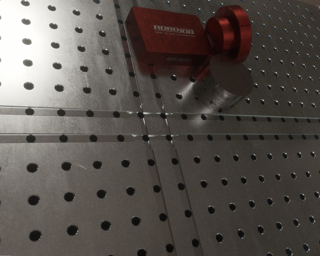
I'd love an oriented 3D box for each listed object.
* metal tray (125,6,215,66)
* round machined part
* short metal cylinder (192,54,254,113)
[{"bbox_3d":[0.018,-0.148,0.507,0.131,0.030,0.090,-5,64,-31],"label":"metal tray"},{"bbox_3d":[0.107,-0.152,0.517,0.042,0.098,0.098,-12,67,-16],"label":"round machined part"},{"bbox_3d":[0.099,-0.070,0.491,0.081,0.050,0.080,14,56,-21],"label":"short metal cylinder"}]
